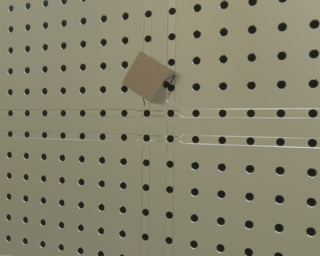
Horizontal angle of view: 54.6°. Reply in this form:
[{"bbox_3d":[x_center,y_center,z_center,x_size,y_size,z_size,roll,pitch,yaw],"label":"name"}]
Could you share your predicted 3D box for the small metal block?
[{"bbox_3d":[-0.015,-0.068,0.418,0.050,0.025,0.050,35,101,16],"label":"small metal block"}]
